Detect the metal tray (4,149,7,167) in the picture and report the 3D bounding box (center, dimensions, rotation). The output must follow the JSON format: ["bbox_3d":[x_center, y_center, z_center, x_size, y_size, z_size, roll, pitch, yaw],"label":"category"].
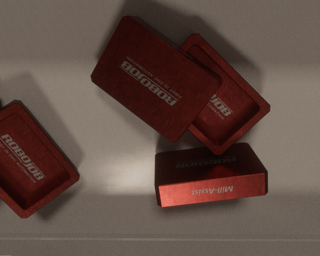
[{"bbox_3d":[-0.245,0.019,0.381,0.030,0.091,0.129,14,116,39],"label":"metal tray"}]

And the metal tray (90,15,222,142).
[{"bbox_3d":[-0.006,-0.057,0.361,0.130,0.030,0.090,37,114,5],"label":"metal tray"}]

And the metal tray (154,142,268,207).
[{"bbox_3d":[0.060,0.057,0.398,0.131,0.090,0.030,-7,110,2],"label":"metal tray"}]

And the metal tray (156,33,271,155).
[{"bbox_3d":[0.058,-0.040,0.385,0.130,0.030,0.090,43,104,-7],"label":"metal tray"}]

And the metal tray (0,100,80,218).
[{"bbox_3d":[-0.178,0.041,0.397,0.090,0.030,0.130,-37,114,-11],"label":"metal tray"}]
